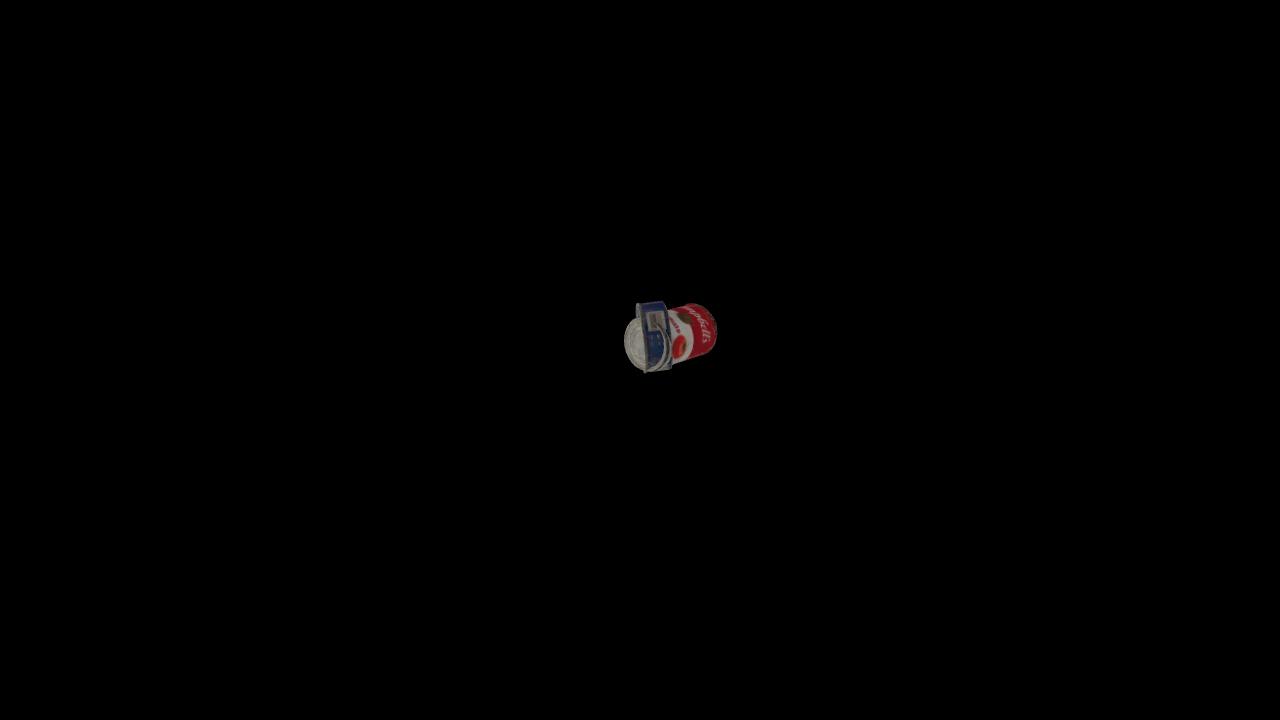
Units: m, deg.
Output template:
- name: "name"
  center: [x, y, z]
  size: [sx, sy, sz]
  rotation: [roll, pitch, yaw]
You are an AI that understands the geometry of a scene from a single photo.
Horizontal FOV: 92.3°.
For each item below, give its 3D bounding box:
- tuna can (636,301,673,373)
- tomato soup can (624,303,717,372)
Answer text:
- name: "tuna can"
  center: [0.017, -0.028, 0.729]
  size: [0.034, 0.084, 0.084]
  rotation: [-7, 0, -4]
- name: "tomato soup can"
  center: [0.037, -0.028, 0.743]
  size: [0.068, 0.068, 0.101]
  rotation: [0, 12, 43]
